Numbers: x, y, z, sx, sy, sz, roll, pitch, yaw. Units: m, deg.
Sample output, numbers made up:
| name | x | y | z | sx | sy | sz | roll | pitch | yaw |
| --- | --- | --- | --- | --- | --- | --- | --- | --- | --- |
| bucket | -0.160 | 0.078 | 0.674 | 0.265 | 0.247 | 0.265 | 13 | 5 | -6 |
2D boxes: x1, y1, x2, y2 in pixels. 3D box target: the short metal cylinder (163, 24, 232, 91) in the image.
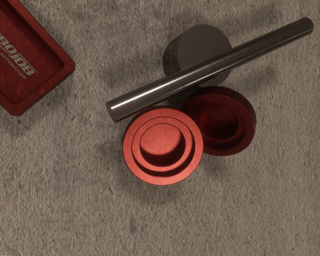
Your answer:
| name | x | y | z | sx | sy | sz | roll | pitch | yaw |
| --- | --- | --- | --- | --- | --- | --- | --- | --- | --- |
| short metal cylinder | 0.050 | -0.092 | 0.415 | 0.081 | 0.050 | 0.079 | 0 | 90 | -20 |

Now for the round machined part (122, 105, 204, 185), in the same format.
| name | x | y | z | sx | sy | sz | roll | pitch | yaw |
| --- | --- | --- | --- | --- | --- | --- | --- | --- | --- |
| round machined part | 0.002 | 0.019 | 0.392 | 0.099 | 0.042 | 0.097 | -1 | 103 | -6 |

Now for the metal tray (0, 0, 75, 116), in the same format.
| name | x | y | z | sx | sy | sz | roll | pitch | yaw |
| --- | --- | --- | --- | --- | --- | --- | --- | --- | --- |
| metal tray | -0.172 | -0.088 | 0.342 | 0.090 | 0.030 | 0.130 | -45 | 104 | -15 |

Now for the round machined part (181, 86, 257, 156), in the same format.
| name | x | y | z | sx | sy | sz | roll | pitch | yaw |
| --- | --- | --- | --- | --- | --- | --- | --- | --- | --- |
| round machined part | 0.077 | -0.013 | 0.410 | 0.098 | 0.098 | 0.042 | 47 | 39 | -15 |

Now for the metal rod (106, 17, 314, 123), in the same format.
| name | x | y | z | sx | sy | sz | roll | pitch | yaw |
| --- | --- | --- | --- | --- | --- | --- | --- | --- | --- |
| metal rod | 0.075 | -0.079 | 0.384 | 0.302 | 0.025 | 0.025 | -26 | 99 | -19 |
